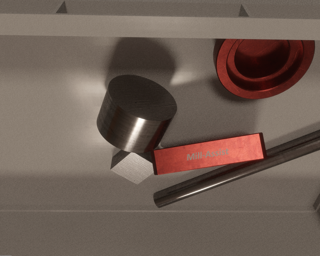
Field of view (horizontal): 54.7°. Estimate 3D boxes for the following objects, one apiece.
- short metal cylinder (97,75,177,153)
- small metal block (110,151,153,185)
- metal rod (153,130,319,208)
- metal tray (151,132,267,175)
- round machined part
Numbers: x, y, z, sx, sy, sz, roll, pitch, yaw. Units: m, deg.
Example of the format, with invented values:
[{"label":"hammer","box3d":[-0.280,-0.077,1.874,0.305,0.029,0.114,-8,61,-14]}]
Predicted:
[{"label":"short metal cylinder","box3d":[-0.027,-0.017,0.358,0.081,0.080,0.050,17,128,-14]},{"label":"small metal block","box3d":[-0.036,0.050,0.452,0.050,0.025,0.050,34,122,-26]},{"label":"metal rod","box3d":[0.125,0.061,0.462,0.300,0.025,0.025,-25,126,19]},{"label":"metal tray","box3d":[0.061,0.032,0.397,0.131,0.090,0.030,-10,86,7]},{"label":"round machined part","box3d":[0.106,-0.082,0.330,0.099,0.042,0.097,-1,130,0]}]
